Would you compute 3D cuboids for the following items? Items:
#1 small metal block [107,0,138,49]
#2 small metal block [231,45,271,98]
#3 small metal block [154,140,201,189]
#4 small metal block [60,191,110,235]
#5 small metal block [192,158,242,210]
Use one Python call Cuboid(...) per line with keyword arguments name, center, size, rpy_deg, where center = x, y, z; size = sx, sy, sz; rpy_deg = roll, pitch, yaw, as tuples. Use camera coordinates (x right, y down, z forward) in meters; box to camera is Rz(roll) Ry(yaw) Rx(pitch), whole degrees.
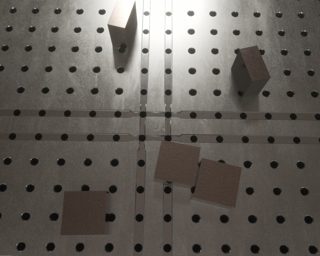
Cuboid(name="small metal block", center=(-0.054, -0.153, 0.454), size=(0.025, 0.050, 0.050), rpy_deg=(14, 71, 5))
Cuboid(name="small metal block", center=(0.124, -0.077, 0.428), size=(0.025, 0.050, 0.050), rpy_deg=(-13, 71, -5))
Cuboid(name="small metal block", center=(0.022, 0.047, 0.395), size=(0.050, 0.025, 0.050), rpy_deg=(11, 70, 3))
Cuboid(name="small metal block", center=(-0.089, 0.103, 0.373), size=(0.050, 0.025, 0.050), rpy_deg=(0, 70, -1))
Cuboid(name="small metal block", center=(0.070, 0.070, 0.387), size=(0.050, 0.025, 0.050), rpy_deg=(14, 70, 4))
